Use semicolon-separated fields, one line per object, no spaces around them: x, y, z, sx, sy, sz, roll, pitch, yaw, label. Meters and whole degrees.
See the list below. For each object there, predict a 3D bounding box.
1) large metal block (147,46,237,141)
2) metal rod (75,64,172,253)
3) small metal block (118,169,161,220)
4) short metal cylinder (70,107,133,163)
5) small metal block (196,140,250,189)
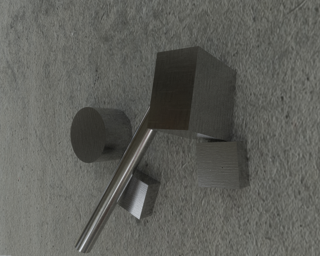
0.037;-0.031;0.330;0.050;0.080;0.080;2;82;40;large metal block
-0.037;0.039;0.405;0.025;0.025;0.298;37;104;33;metal rod
-0.032;0.090;0.429;0.050;0.025;0.050;23;105;37;small metal block
-0.087;0.010;0.458;0.080;0.050;0.079;0;90;39;short metal cylinder
0.070;0.040;0.346;0.050;0.025;0.050;-5;87;39;small metal block
